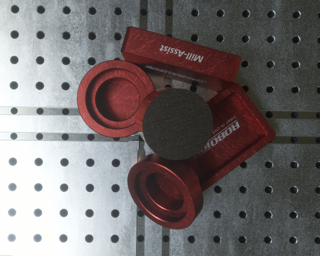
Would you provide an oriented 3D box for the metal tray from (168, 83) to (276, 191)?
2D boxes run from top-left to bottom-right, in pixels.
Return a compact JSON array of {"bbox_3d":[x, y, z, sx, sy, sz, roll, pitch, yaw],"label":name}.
[{"bbox_3d":[0.073,0.013,0.411,0.130,0.030,0.090,-36,90,-1],"label":"metal tray"}]

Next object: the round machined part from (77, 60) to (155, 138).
[{"bbox_3d":[-0.054,-0.036,0.404,0.099,0.042,0.097,0,90,-1],"label":"round machined part"}]

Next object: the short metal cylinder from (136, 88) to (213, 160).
[{"bbox_3d":[0.015,-0.007,0.364,0.081,0.050,0.079,-2,99,-12],"label":"short metal cylinder"}]

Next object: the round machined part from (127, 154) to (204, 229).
[{"bbox_3d":[0.011,0.074,0.388,0.098,0.042,0.097,18,125,28],"label":"round machined part"}]

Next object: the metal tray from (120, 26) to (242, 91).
[{"bbox_3d":[0.023,-0.081,0.381,0.131,0.090,0.030,15,90,-1],"label":"metal tray"}]
